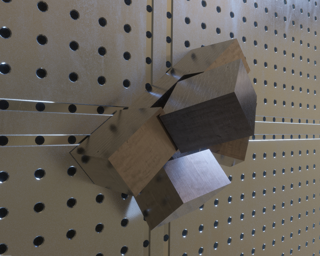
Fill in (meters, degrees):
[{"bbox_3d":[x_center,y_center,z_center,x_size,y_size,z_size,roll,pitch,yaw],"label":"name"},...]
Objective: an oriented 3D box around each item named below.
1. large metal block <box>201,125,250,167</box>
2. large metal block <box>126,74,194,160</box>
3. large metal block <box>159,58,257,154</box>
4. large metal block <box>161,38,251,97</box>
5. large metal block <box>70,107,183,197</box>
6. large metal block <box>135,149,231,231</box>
[{"bbox_3d":[0.093,0.007,0.441,0.050,0.080,0.080,15,77,3],"label":"large metal block"},{"bbox_3d":[0.010,-0.011,0.402,0.080,0.050,0.080,-47,118,-30],"label":"large metal block"},{"bbox_3d":[0.056,-0.025,0.337,0.050,0.080,0.080,60,31,-23],"label":"large metal block"},{"bbox_3d":[0.062,-0.073,0.424,0.080,0.080,0.050,-47,119,-30],"label":"large metal block"},{"bbox_3d":[-0.037,0.022,0.340,0.080,0.080,0.050,-46,118,-30],"label":"large metal block"},{"bbox_3d":[0.026,0.076,0.385,0.081,0.080,0.050,-11,61,-39],"label":"large metal block"}]
